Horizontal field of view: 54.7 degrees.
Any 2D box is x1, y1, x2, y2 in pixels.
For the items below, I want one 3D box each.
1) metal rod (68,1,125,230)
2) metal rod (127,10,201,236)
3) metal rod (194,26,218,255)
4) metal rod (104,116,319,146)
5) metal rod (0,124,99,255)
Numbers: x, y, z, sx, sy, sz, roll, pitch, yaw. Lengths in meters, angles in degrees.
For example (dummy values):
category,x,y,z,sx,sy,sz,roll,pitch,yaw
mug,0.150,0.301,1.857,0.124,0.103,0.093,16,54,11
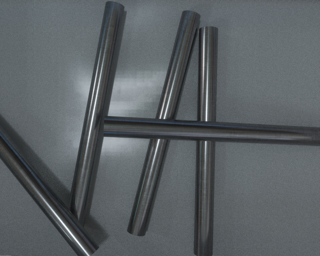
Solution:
category,x,y,z,sx,sy,sz,roll,pitch,yaw
metal rod,-0.086,-0.016,0.410,0.025,0.025,0.298,10,90,-1
metal rod,0.005,-0.006,0.411,0.025,0.025,0.298,14,90,-1
metal rod,0.061,0.018,0.412,0.025,0.025,0.298,1,90,-1
metal rod,0.083,0.005,0.389,0.302,0.025,0.025,3,90,-10
metal rod,-0.182,0.043,0.393,0.025,0.025,0.300,-41,85,0
